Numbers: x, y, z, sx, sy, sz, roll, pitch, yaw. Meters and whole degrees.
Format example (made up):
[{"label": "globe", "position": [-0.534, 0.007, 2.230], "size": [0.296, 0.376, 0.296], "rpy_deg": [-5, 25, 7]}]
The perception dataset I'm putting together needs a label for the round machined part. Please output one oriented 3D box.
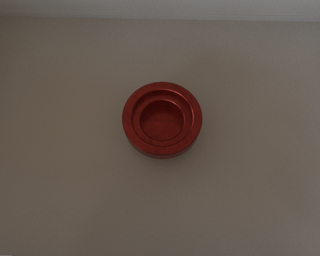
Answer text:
[{"label": "round machined part", "position": [0.003, -0.007, 0.399], "size": [0.099, 0.042, 0.098], "rpy_deg": [0, 70, -1]}]
